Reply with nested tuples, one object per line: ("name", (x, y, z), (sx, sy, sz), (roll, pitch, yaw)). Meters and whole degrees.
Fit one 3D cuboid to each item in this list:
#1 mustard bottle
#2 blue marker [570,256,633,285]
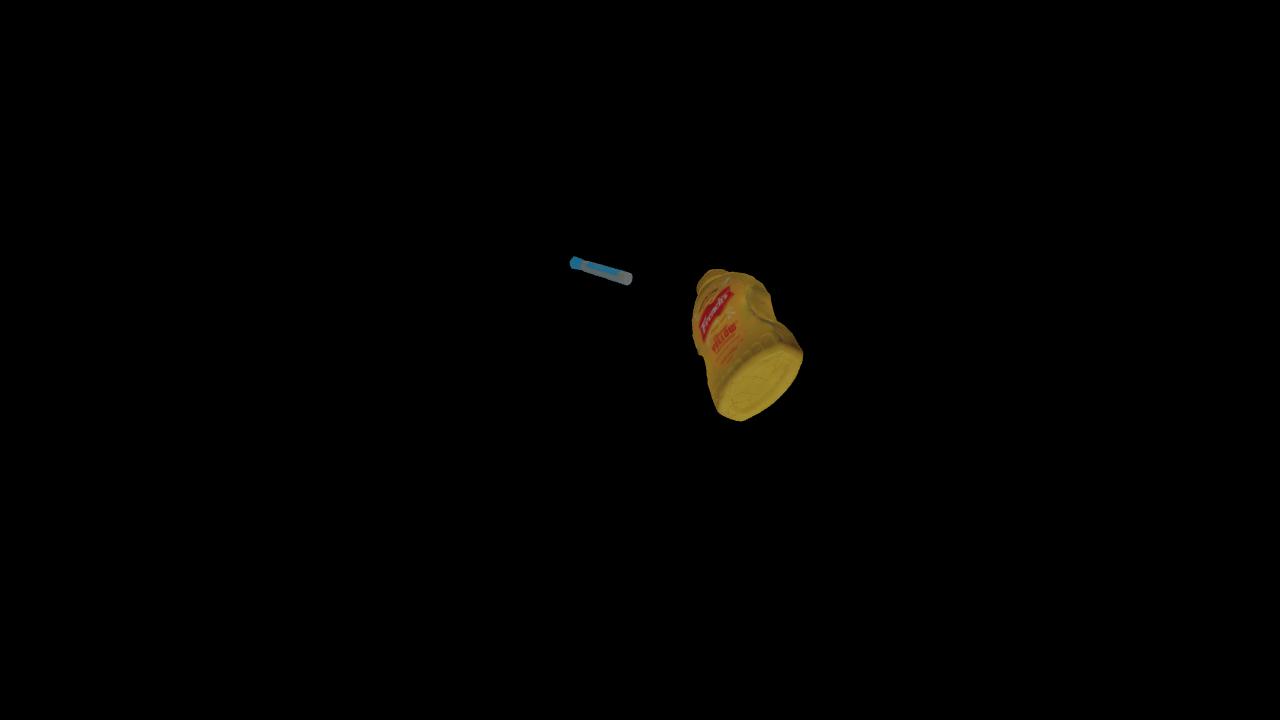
("mustard bottle", (0.089, -0.034, 0.586), (0.054, 0.092, 0.184), (18, 33, -23))
("blue marker", (-0.061, -0.133, 0.910), (0.121, 0.020, 0.020), (22, 14, 37))
